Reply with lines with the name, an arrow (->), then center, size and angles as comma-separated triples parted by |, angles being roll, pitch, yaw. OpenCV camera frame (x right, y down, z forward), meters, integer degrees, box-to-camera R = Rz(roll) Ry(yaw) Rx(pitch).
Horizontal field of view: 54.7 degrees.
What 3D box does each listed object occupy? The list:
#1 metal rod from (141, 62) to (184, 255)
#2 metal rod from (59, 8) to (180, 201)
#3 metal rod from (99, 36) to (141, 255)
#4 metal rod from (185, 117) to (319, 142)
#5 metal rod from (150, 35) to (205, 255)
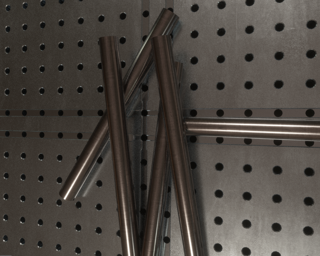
metal rod -> 0.000, 0.063, 0.411 | 0.025, 0.025, 0.298 | 8, 93, 19
metal rod -> -0.061, -0.025, 0.433 | 0.025, 0.025, 0.299 | 34, 101, 16
metal rod -> -0.052, 0.032, 0.411 | 0.025, 0.025, 0.298 | -3, 96, 19
metal rod -> 0.177, 0.003, 0.350 | 0.301, 0.025, 0.025 | 2, 91, 19
metal rod -> 0.024, 0.037, 0.386 | 0.025, 0.025, 0.298 | -8, 94, 19
